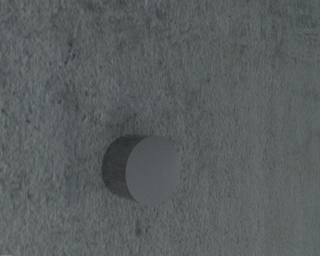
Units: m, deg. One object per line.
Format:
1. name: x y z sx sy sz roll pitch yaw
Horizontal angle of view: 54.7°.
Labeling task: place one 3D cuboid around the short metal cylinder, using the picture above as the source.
1. short metal cylinder: -0.022 0.048 0.372 0.081 0.050 0.079 0 90 -40
